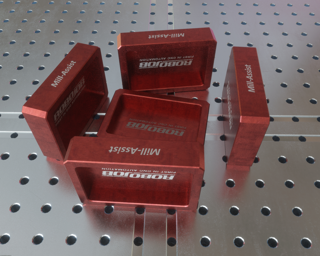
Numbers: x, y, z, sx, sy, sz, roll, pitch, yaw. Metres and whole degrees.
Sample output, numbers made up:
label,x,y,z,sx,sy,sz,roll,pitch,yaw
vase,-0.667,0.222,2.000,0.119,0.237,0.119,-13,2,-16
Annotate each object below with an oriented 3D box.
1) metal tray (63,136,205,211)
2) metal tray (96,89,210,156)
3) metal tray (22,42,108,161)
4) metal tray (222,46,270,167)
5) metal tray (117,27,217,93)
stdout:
label,x,y,z,sx,sy,sz,roll,pitch,yaw
metal tray,-0.023,0.050,0.324,0.131,0.090,0.030,3,50,3
metal tray,-0.005,-0.003,0.406,0.131,0.030,0.090,9,50,7
metal tray,-0.111,-0.035,0.394,0.030,0.090,0.130,14,51,12
metal tray,0.103,-0.029,0.390,0.030,0.090,0.130,4,50,3
metal tray,0.009,-0.093,0.443,0.131,0.090,0.030,-5,50,-4
